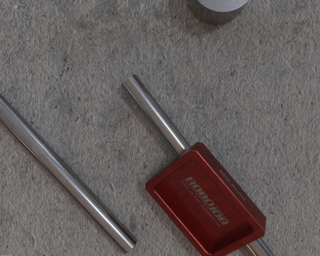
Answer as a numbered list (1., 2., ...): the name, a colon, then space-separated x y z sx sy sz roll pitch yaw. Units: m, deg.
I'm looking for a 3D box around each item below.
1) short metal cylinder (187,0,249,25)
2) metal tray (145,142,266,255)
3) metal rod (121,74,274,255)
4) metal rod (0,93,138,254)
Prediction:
1. short metal cylinder: 0.076 -0.180 0.398 0.081 0.050 0.080 0 90 0
2. metal tray: 0.056 0.094 0.387 0.090 0.030 0.130 -41 89 27
3. metal rod: 0.049 0.056 0.410 0.025 0.025 0.300 -38 90 0
4. metal rod: -0.141 0.048 0.408 0.025 0.025 0.300 -43 90 0
